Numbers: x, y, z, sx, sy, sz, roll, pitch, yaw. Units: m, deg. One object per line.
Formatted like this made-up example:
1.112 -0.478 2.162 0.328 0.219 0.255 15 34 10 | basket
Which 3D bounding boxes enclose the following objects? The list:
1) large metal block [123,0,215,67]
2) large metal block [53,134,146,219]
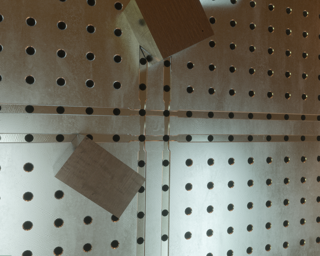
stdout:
0.011 -0.137 0.404 0.080 0.050 0.080 -29 100 -18 | large metal block
-0.073 0.051 0.357 0.080 0.080 0.050 39 78 -16 | large metal block
